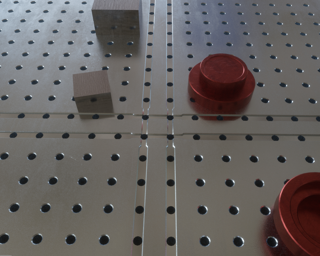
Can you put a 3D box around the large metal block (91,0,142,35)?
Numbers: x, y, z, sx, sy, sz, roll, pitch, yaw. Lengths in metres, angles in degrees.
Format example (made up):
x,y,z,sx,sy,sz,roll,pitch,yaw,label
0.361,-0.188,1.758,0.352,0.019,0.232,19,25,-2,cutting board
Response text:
x,y,z,sx,sy,sz,roll,pitch,yaw,label
-0.076,-0.216,0.573,0.080,0.050,0.080,1,50,0,large metal block

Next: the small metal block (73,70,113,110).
x,y,z,sx,sy,sz,roll,pitch,yaw,label
-0.099,-0.057,0.455,0.050,0.025,0.050,-10,51,-8,small metal block

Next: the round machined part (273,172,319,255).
x,y,z,sx,sy,sz,roll,pitch,yaw,label
0.166,0.098,0.315,0.099,0.042,0.098,0,50,0,round machined part

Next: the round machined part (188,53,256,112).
x,y,z,sx,sy,sz,roll,pitch,yaw,label
0.092,-0.073,0.459,0.099,0.042,0.098,0,50,0,round machined part
